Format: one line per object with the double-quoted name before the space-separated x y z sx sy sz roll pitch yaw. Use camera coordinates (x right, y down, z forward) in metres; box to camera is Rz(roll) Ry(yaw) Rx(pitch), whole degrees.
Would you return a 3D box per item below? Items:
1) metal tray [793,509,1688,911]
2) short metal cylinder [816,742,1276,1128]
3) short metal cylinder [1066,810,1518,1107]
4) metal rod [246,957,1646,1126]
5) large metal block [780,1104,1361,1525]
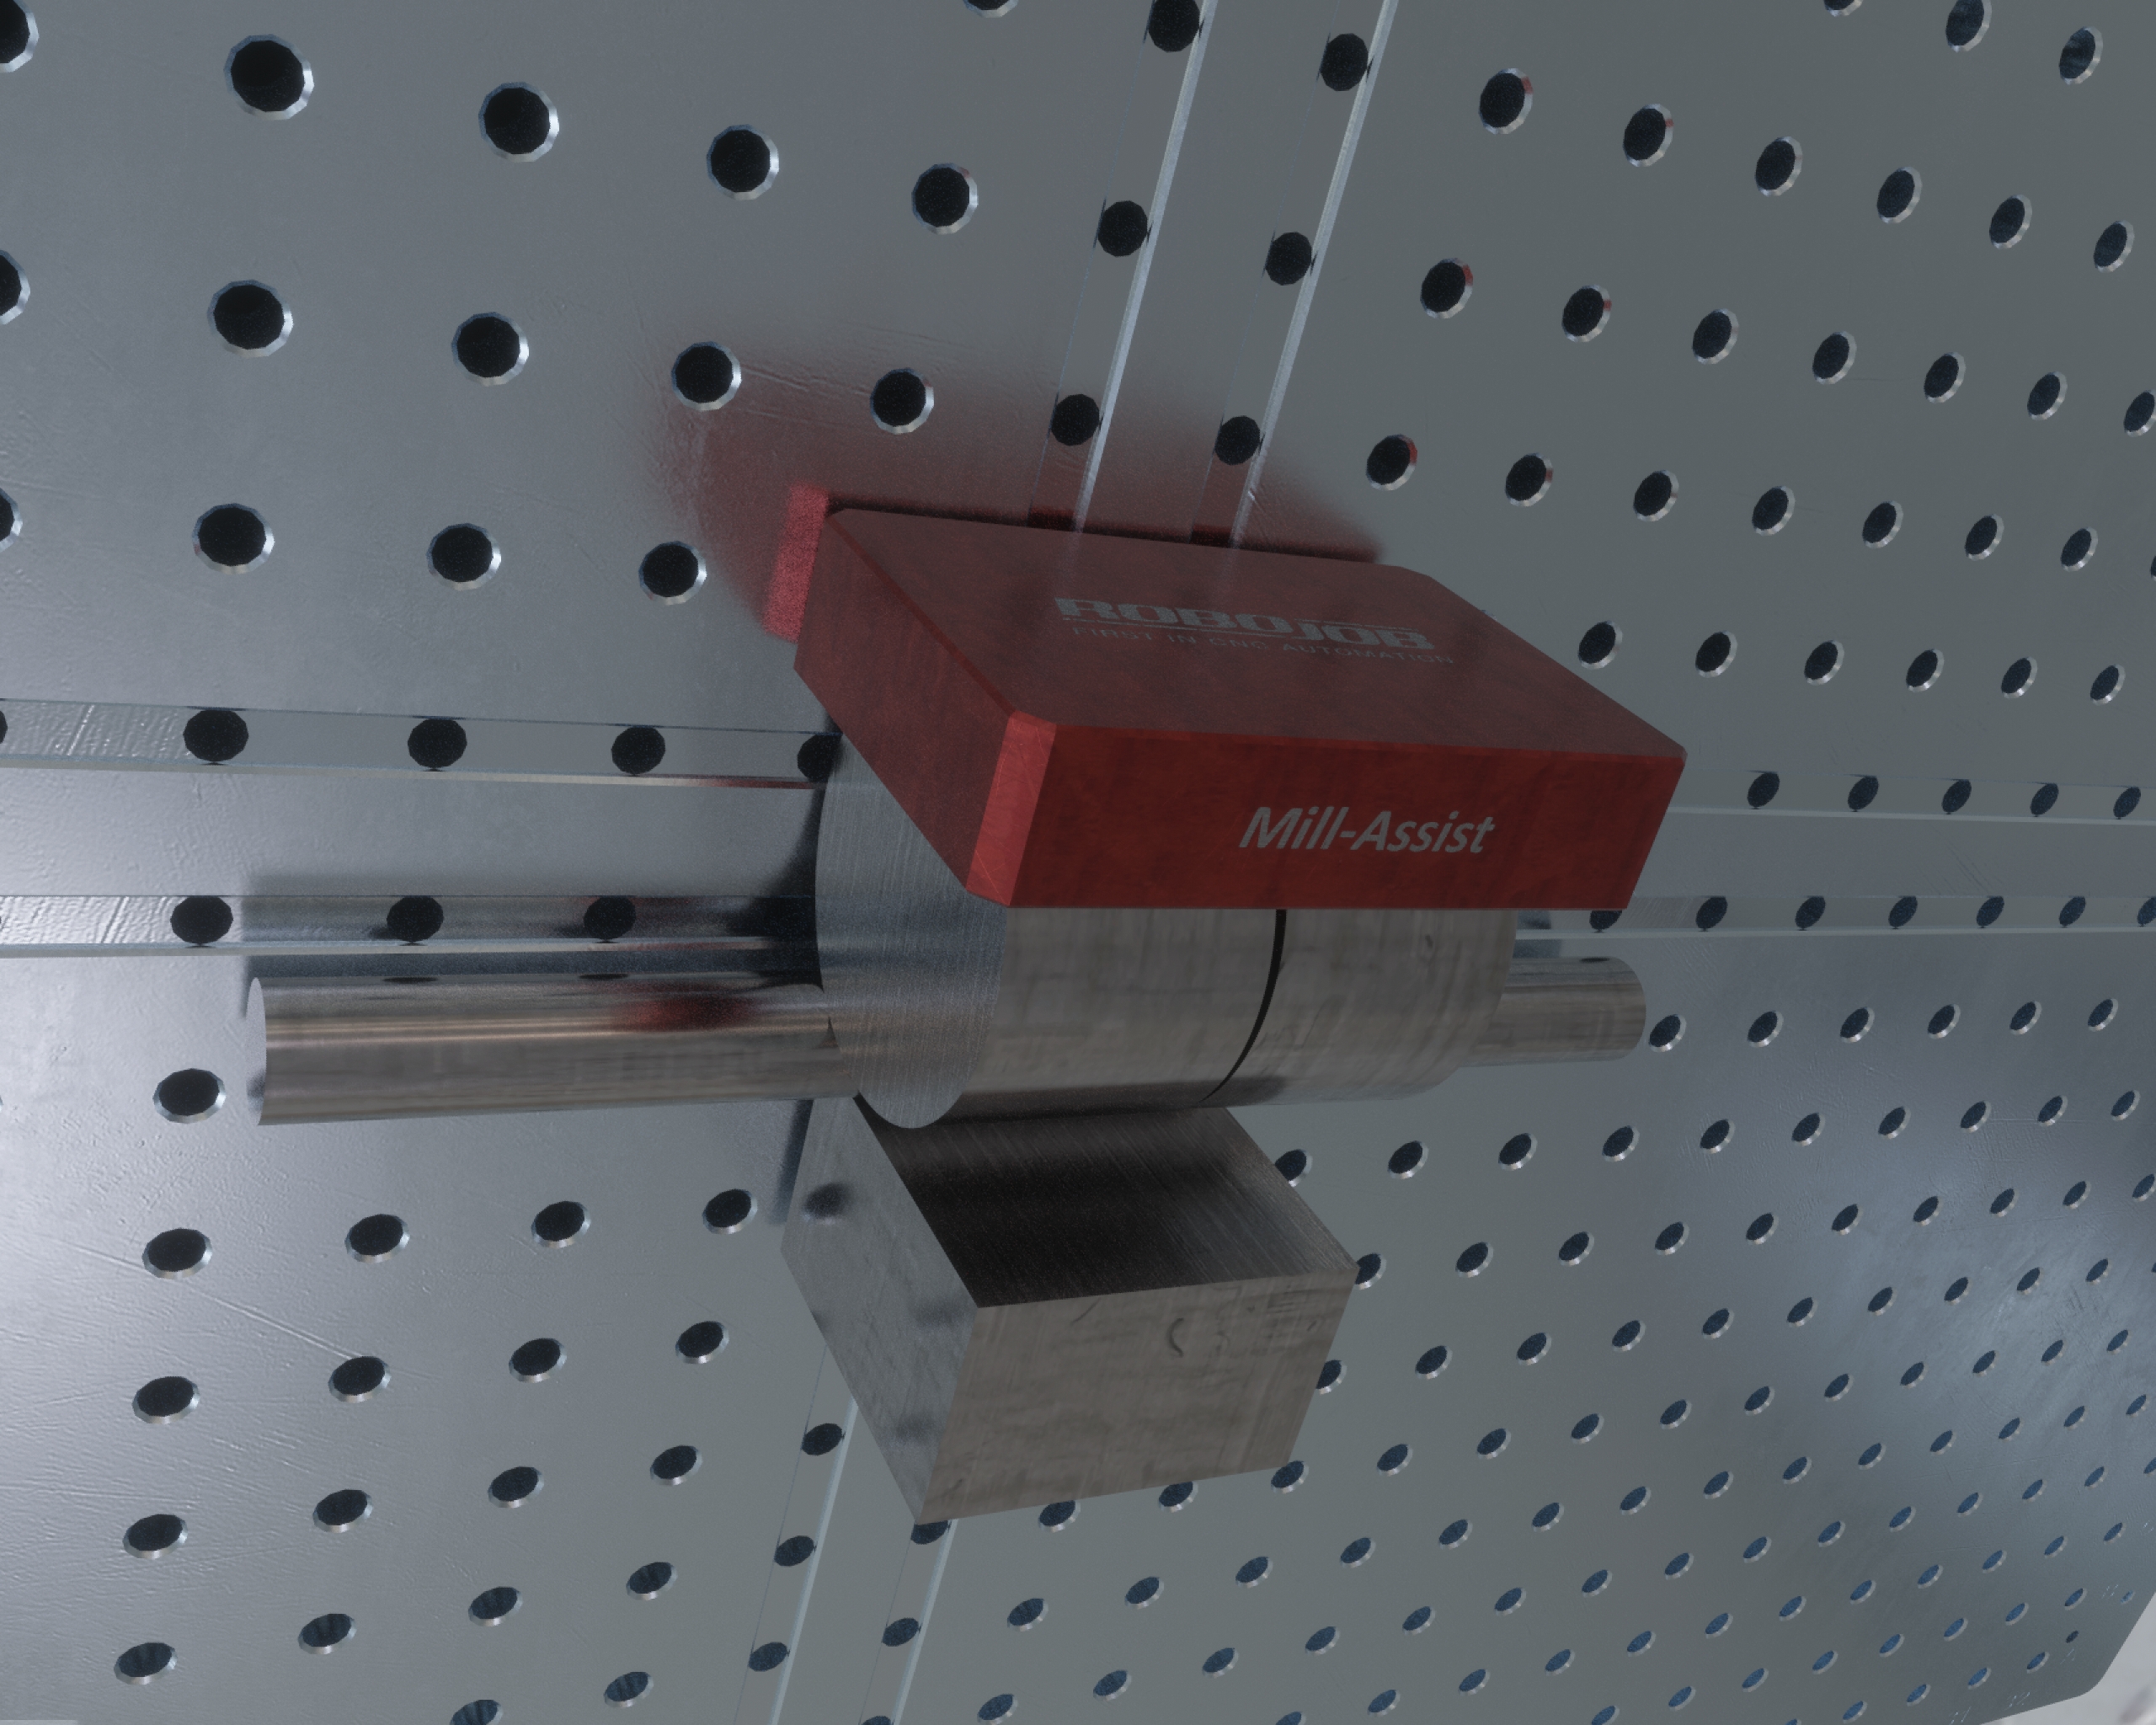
"metal tray" 0.027 -0.026 0.363 0.131 0.090 0.030 1 118 -29
"short metal cylinder" -0.008 0.006 0.371 0.050 0.080 0.079 0 118 -29
"short metal cylinder" 0.038 0.006 0.397 0.050 0.080 0.079 2 118 -29
"metal rod" -0.006 0.033 0.424 0.303 0.025 0.025 1 118 -29
"large metal block" -0.005 0.079 0.417 0.081 0.080 0.050 1 118 -29
